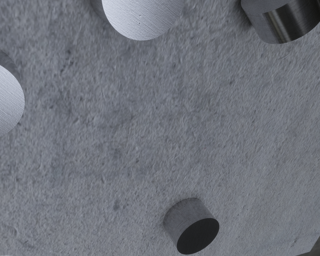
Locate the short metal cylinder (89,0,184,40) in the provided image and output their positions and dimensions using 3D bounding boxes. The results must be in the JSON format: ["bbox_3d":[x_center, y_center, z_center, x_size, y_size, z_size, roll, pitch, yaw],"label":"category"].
[{"bbox_3d":[-0.024,-0.131,0.298,0.081,0.050,0.079,-14,125,-21],"label":"short metal cylinder"}]

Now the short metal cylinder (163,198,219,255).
[{"bbox_3d":[0.052,0.166,0.524,0.081,0.050,0.079,-14,125,-21],"label":"short metal cylinder"}]

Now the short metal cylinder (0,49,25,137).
[{"bbox_3d":[-0.168,-0.033,0.279,0.081,0.050,0.079,-14,125,-21],"label":"short metal cylinder"}]

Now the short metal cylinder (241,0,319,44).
[{"bbox_3d":[0.143,-0.146,0.361,0.080,0.080,0.050,-46,130,4],"label":"short metal cylinder"}]
